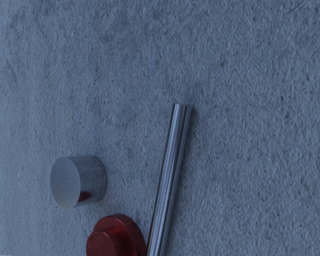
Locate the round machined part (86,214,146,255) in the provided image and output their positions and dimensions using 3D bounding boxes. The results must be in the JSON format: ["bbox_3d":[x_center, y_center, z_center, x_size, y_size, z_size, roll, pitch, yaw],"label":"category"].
[{"bbox_3d":[-0.070,0.178,0.449,0.098,0.042,0.097,0,90,39],"label":"round machined part"}]

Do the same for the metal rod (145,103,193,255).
[{"bbox_3d":[0.002,0.116,0.401,0.025,0.025,0.298,17,100,38],"label":"metal rod"}]

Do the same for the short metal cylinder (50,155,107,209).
[{"bbox_3d":[-0.130,0.084,0.493,0.080,0.050,0.079,0,90,39],"label":"short metal cylinder"}]
